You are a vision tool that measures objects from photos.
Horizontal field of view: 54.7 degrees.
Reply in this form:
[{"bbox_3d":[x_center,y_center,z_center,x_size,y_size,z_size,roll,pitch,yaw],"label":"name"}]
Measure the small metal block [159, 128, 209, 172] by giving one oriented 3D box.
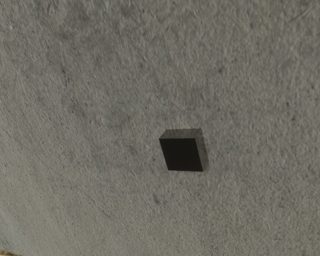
[{"bbox_3d":[0.032,0.029,0.407,0.050,0.025,0.050,-2,118,29],"label":"small metal block"}]
